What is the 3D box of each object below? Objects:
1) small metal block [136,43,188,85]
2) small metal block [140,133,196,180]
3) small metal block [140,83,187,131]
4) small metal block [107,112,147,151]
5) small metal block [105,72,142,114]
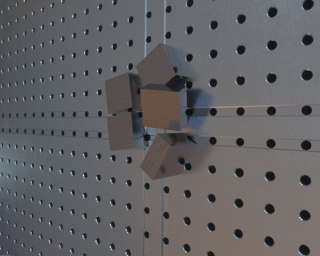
[{"bbox_3d":[0.001,-0.074,0.406,0.050,0.025,0.050,-37,68,33],"label":"small metal block"},{"bbox_3d":[0.010,0.034,0.383,0.025,0.050,0.050,41,115,32],"label":"small metal block"},{"bbox_3d":[0.006,-0.026,0.385,0.050,0.025,0.050,7,116,23],"label":"small metal block"},{"bbox_3d":[-0.048,0.005,0.447,0.050,0.025,0.050,-10,84,39],"label":"small metal block"},{"bbox_3d":[-0.052,-0.049,0.450,0.050,0.025,0.050,-11,83,39],"label":"small metal block"}]
